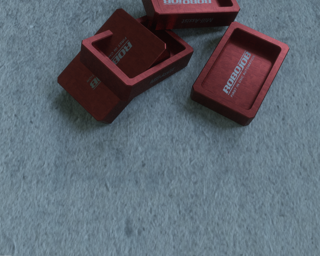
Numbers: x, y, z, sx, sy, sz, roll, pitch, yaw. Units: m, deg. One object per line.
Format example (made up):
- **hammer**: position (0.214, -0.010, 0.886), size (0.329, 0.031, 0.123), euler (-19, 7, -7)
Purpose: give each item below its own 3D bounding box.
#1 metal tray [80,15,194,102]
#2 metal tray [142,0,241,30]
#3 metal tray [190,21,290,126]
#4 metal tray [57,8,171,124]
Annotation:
- **metal tray**: position (-0.028, -0.099, 0.416), size (0.090, 0.030, 0.131), euler (43, 53, 14)
- **metal tray**: position (0.041, -0.191, 0.456), size (0.131, 0.030, 0.090), euler (-9, 65, -17)
- **metal tray**: position (0.112, -0.078, 0.435), size (0.090, 0.030, 0.130), euler (29, 72, 9)
- **metal tray**: position (-0.062, -0.081, 0.413), size (0.090, 0.030, 0.130), euler (43, 93, 15)
